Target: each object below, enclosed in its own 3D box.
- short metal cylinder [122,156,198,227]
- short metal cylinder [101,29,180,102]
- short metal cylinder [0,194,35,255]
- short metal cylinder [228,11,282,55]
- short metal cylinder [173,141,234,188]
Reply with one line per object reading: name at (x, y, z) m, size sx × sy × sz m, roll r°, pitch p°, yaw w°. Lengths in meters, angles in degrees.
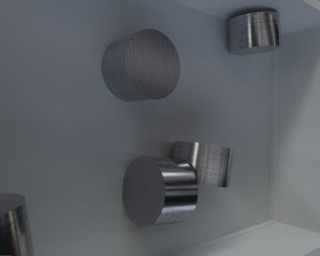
short metal cylinder at (-0.001, 0.075, 0.370) m, size 0.050 × 0.080 × 0.080 m, roll 9°, pitch 85°, yaw -40°
short metal cylinder at (-0.022, -0.072, 0.371) m, size 0.081 × 0.050 × 0.080 m, roll 0°, pitch 90°, yaw -40°
short metal cylinder at (-0.147, 0.090, 0.248) m, size 0.081 × 0.080 × 0.050 m, roll -12°, pitch 98°, yaw -39°
short metal cylinder at (0.151, -0.149, 0.497) m, size 0.081 × 0.080 × 0.050 m, roll -8°, pitch 95°, yaw -40°
short metal cylinder at (0.056, 0.049, 0.418) m, size 0.081 × 0.080 × 0.050 m, roll 14°, pitch 81°, yaw -39°
